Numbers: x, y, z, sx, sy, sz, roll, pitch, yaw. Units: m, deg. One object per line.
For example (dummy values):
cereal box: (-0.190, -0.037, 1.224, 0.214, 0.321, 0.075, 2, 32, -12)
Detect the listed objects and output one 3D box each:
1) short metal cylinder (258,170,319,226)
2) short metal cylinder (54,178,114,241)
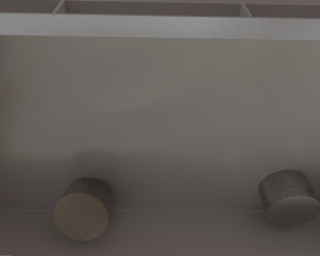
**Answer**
short metal cylinder: (0.203, 0.112, 0.491, 0.081, 0.050, 0.079, 0, 130, 0)
short metal cylinder: (-0.115, 0.125, 0.478, 0.081, 0.050, 0.079, 0, 105, 1)
